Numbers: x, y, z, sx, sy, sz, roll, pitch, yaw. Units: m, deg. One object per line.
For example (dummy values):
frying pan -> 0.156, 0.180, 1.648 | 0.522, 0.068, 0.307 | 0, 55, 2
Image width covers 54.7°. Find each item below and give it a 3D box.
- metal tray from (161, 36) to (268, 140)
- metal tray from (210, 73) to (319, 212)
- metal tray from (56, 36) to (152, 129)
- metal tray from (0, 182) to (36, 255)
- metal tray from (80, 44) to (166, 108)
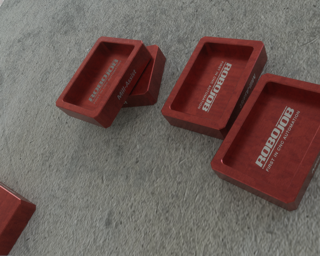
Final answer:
metal tray -> 0.070, -0.056, 0.397 | 0.090, 0.030, 0.130 | 17, 70, 34
metal tray -> 0.125, 0.009, 0.329 | 0.090, 0.030, 0.130 | 23, 74, 36
metal tray -> -0.081, -0.070, 0.446 | 0.090, 0.030, 0.130 | 17, 70, 34
metal tray -> -0.252, 0.128, 0.455 | 0.130, 0.030, 0.090 | 17, 70, 34
metal tray -> -0.062, -0.076, 0.480 | 0.130, 0.030, 0.090 | -3, 60, 26
